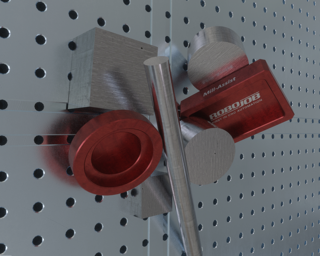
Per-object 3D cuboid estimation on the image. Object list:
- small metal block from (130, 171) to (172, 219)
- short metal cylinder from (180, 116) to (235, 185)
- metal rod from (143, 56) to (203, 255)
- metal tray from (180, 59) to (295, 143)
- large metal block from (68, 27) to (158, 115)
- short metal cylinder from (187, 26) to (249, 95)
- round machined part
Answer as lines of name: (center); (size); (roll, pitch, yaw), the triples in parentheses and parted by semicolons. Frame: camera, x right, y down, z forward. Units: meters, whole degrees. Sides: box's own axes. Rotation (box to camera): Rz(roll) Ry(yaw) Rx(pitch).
small metal block: (-0.011, 0.085, 0.400); (0.050, 0.025, 0.050); (-1, 91, -40)
short metal cylinder: (0.053, 0.030, 0.419); (0.081, 0.050, 0.079); (-8, 112, -21)
metal rod: (0.023, 0.060, 0.377); (0.025, 0.025, 0.298); (-36, 128, -34)
metal tray: (0.105, -0.026, 0.431); (0.090, 0.130, 0.030); (48, 29, -30)
large metal block: (-0.052, -0.057, 0.349); (0.081, 0.050, 0.080); (6, 86, -40)
short metal cylinder: (0.078, -0.093, 0.429); (0.080, 0.080, 0.050); (48, 28, -30)
round machined part: (-0.050, 0.023, 0.338); (0.099, 0.042, 0.097); (-16, 127, -21)
